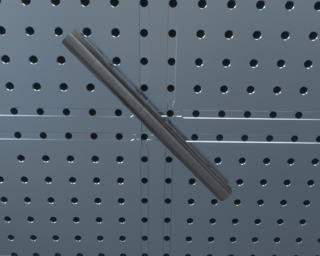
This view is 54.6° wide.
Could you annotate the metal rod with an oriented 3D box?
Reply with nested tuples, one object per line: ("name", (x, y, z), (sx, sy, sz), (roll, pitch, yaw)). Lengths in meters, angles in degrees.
("metal rod", (-0.007, -0.008, 0.411), (0.025, 0.025, 0.300), (-41, 105, 13))
